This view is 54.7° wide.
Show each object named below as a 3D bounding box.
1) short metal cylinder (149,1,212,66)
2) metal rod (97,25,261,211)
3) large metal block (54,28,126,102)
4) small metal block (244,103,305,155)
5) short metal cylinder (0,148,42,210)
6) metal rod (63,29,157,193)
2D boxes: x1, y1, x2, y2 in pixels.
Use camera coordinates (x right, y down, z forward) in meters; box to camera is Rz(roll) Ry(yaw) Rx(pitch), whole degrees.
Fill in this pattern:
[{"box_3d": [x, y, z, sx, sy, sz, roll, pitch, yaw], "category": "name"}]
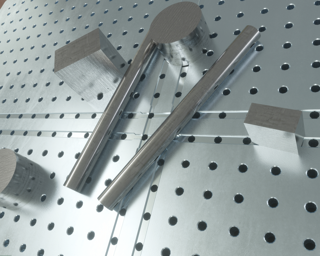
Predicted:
[{"box_3d": [0.031, -0.140, 0.462, 0.080, 0.050, 0.080, -13, 56, 21], "category": "short metal cylinder"}, {"box_3d": [0.029, -0.018, 0.403, 0.300, 0.025, 0.025, -49, 51, -7], "category": "metal rod"}, {"box_3d": [-0.106, -0.096, 0.488, 0.080, 0.080, 0.050, -23, 53, 14], "category": "large metal block"}, {"box_3d": [0.122, 0.001, 0.328, 0.050, 0.050, 0.025, 14, 69, 34], "category": "small metal block"}, {"box_3d": [-0.228, 0.077, 0.465, 0.080, 0.050, 0.080, -13, 56, 21], "category": "short metal cylinder"}, {"box_3d": [-0.059, -0.045, 0.467, 0.025, 0.025, 0.300, 13, 68, 33], "category": "metal rod"}]
